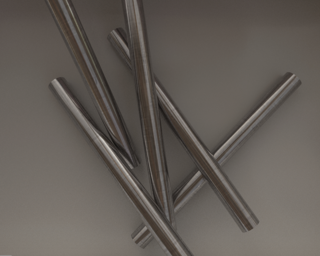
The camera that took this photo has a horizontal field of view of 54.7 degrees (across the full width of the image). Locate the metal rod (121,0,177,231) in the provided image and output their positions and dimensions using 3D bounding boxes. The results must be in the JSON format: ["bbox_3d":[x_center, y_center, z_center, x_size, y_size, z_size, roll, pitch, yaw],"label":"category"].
[{"bbox_3d":[-0.013,-0.018,0.378,0.025,0.025,0.298,-9,93,0],"label":"metal rod"}]

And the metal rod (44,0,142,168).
[{"bbox_3d":[-0.084,-0.078,0.346,0.025,0.025,0.299,-21,117,0],"label":"metal rod"}]

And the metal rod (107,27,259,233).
[{"bbox_3d":[0.025,-0.003,0.394,0.025,0.025,0.299,-35,83,0],"label":"metal rod"}]

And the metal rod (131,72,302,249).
[{"bbox_3d":[0.075,0.042,0.412,0.025,0.025,0.300,44,89,-1],"label":"metal rod"}]

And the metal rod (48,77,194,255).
[{"bbox_3d":[-0.046,0.056,0.376,0.025,0.025,0.300,-38,77,0],"label":"metal rod"}]
